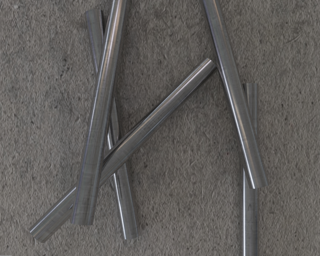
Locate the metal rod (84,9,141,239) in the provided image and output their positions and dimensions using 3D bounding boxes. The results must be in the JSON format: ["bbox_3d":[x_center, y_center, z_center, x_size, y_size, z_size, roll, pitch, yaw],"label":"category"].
[{"bbox_3d":[-0.062,-0.005,0.409,0.025,0.025,0.298,-10,90,0],"label":"metal rod"}]

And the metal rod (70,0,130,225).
[{"bbox_3d":[-0.068,-0.039,0.375,0.025,0.025,0.299,7,76,0],"label":"metal rod"}]

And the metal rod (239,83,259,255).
[{"bbox_3d":[0.118,0.091,0.410,0.025,0.025,0.298,0,90,0],"label":"metal rod"}]

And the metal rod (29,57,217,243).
[{"bbox_3d":[-0.038,0.021,0.386,0.025,0.025,0.300,45,81,0],"label":"metal rod"}]

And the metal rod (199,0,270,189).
[{"bbox_3d":[0.087,-0.073,0.395,0.025,0.025,0.298,-14,84,0],"label":"metal rod"}]
